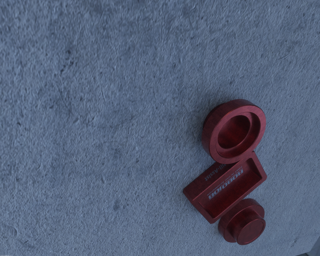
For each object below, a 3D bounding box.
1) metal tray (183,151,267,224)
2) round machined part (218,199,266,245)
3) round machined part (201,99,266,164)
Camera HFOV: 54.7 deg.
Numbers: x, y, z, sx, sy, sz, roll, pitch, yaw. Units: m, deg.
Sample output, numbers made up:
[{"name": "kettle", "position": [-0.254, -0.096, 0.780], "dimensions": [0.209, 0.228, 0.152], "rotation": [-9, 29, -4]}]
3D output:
[{"name": "metal tray", "position": [0.113, 0.095, 0.526], "dimensions": [0.130, 0.030, 0.090], "rotation": [-39, 130, -2]}, {"name": "round machined part", "position": [0.167, 0.190, 0.608], "dimensions": [0.099, 0.042, 0.097], "rotation": [-14, 125, -21]}, {"name": "round machined part", "position": [0.103, 0.001, 0.455], "dimensions": [0.099, 0.042, 0.097], "rotation": [-14, 125, -21]}]
